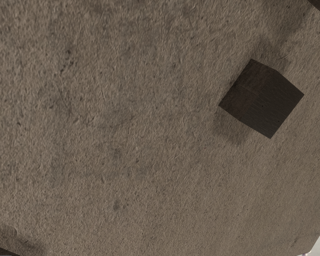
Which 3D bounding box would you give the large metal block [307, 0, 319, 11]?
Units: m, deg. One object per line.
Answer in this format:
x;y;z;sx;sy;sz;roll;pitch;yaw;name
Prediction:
0.209;-0.195;0.368;0.080;0.050;0.080;33;101;-14;large metal block

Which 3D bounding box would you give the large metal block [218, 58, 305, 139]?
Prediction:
0.146;-0.041;0.448;0.080;0.050;0.080;24;105;-37;large metal block

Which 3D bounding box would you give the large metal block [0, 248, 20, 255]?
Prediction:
-0.212;0.215;0.409;0.080;0.050;0.080;-41;130;-1;large metal block
